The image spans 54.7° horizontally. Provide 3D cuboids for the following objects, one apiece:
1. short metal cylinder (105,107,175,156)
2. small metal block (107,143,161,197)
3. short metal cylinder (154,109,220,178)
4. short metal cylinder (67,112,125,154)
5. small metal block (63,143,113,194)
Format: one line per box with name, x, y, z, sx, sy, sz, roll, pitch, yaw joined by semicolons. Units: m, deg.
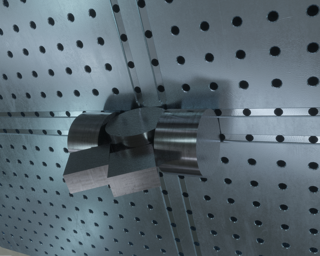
short metal cylinder;-0.024;0.012;0.396;0.080;0.080;0.050;1;119;27
small metal block;-0.028;0.045;0.338;0.050;0.050;0.025;-13;115;0
short metal cylinder;0.035;0.017;0.367;0.050;0.080;0.080;1;119;29
short metal cylinder;-0.080;0.018;0.428;0.050;0.080;0.080;1;119;28
small metal block;-0.080;0.046;0.360;0.050;0.050;0.025;-14;115;-1
